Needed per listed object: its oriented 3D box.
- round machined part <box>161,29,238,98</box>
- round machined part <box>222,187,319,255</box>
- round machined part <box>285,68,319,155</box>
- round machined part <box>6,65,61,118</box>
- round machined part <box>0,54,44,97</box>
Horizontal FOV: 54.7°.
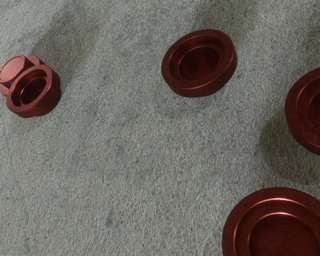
[{"bbox_3d":[0.055,-0.081,0.414,0.098,0.042,0.098,-13,56,21],"label":"round machined part"},{"bbox_3d":[0.108,0.105,0.272,0.098,0.042,0.098,-13,56,21],"label":"round machined part"},{"bbox_3d":[0.178,-0.013,0.307,0.098,0.042,0.098,-13,56,21],"label":"round machined part"},{"bbox_3d":[-0.213,-0.059,0.541,0.098,0.042,0.098,-12,58,20],"label":"round machined part"},{"bbox_3d":[-0.273,-0.103,0.600,0.098,0.042,0.098,-13,56,21],"label":"round machined part"}]
